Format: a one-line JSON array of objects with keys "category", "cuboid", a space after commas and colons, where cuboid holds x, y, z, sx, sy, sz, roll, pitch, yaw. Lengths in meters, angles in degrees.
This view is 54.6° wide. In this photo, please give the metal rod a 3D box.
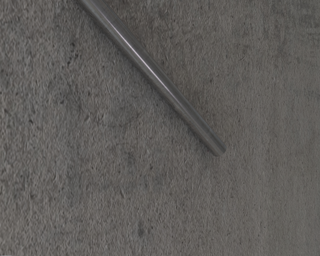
[{"category": "metal rod", "cuboid": [0.002, -0.059, 0.404, 0.300, 0.025, 0.025, 46, 63, -30]}]
